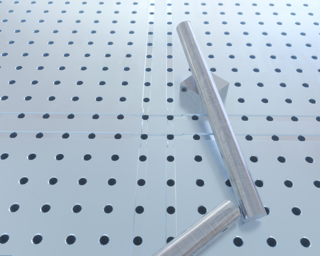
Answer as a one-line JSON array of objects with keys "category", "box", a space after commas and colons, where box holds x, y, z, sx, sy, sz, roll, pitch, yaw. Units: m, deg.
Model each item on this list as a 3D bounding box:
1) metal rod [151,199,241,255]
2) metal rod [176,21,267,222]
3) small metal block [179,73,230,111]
[{"category": "metal rod", "box": [-0.043, 0.157, 0.275, 0.302, 0.025, 0.025, -30, 56, -23]}, {"category": "metal rod", "box": [0.069, -0.030, 0.404, 0.025, 0.025, 0.299, -10, 59, -8]}, {"category": "small metal block", "box": [0.065, -0.057, 0.456, 0.050, 0.025, 0.050, 37, 59, 27]}]
